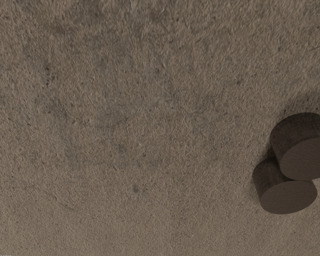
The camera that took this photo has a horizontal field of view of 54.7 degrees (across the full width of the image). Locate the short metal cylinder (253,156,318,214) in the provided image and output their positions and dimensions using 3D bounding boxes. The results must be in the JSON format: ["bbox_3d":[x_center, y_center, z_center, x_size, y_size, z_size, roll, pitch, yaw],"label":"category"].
[{"bbox_3d":[0.186,0.086,0.467,0.081,0.050,0.079,0,130,0],"label":"short metal cylinder"}]

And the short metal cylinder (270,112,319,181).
[{"bbox_3d":[0.195,0.026,0.416,0.081,0.050,0.079,0,130,0],"label":"short metal cylinder"}]
